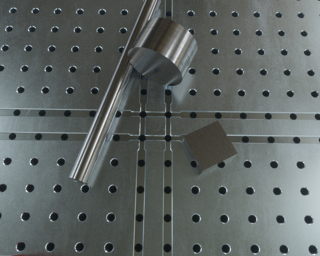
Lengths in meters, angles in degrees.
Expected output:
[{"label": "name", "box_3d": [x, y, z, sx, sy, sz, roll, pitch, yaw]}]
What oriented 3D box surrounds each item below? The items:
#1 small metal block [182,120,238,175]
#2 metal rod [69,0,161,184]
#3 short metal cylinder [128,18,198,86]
[{"label": "small metal block", "box_3d": [0.064, 0.025, 0.403, 0.050, 0.025, 0.050, -25, 72, -9]}, {"label": "metal rod", "box_3d": [-0.056, -0.068, 0.435, 0.025, 0.025, 0.299, 17, 71, 6]}, {"label": "short metal cylinder", "box_3d": [0.004, -0.101, 0.420, 0.080, 0.080, 0.050, 24, 72, 8]}]
